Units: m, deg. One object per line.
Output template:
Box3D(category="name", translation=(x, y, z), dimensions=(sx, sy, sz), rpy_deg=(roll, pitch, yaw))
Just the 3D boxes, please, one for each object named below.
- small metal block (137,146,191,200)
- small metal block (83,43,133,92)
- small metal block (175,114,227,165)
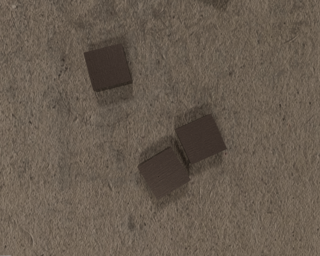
Box3D(category="small metal block", translation=(0.005, 0.059, 0.410), dimensions=(0.050, 0.025, 0.050), rpy_deg=(-31, 90, -1))
Box3D(category="small metal block", translation=(-0.068, -0.079, 0.409), dimensions=(0.050, 0.025, 0.050), rpy_deg=(-14, 90, -1))
Box3D(category="small metal block", translation=(0.053, 0.014, 0.411), dimensions=(0.050, 0.025, 0.050), rpy_deg=(-24, 90, -1))
